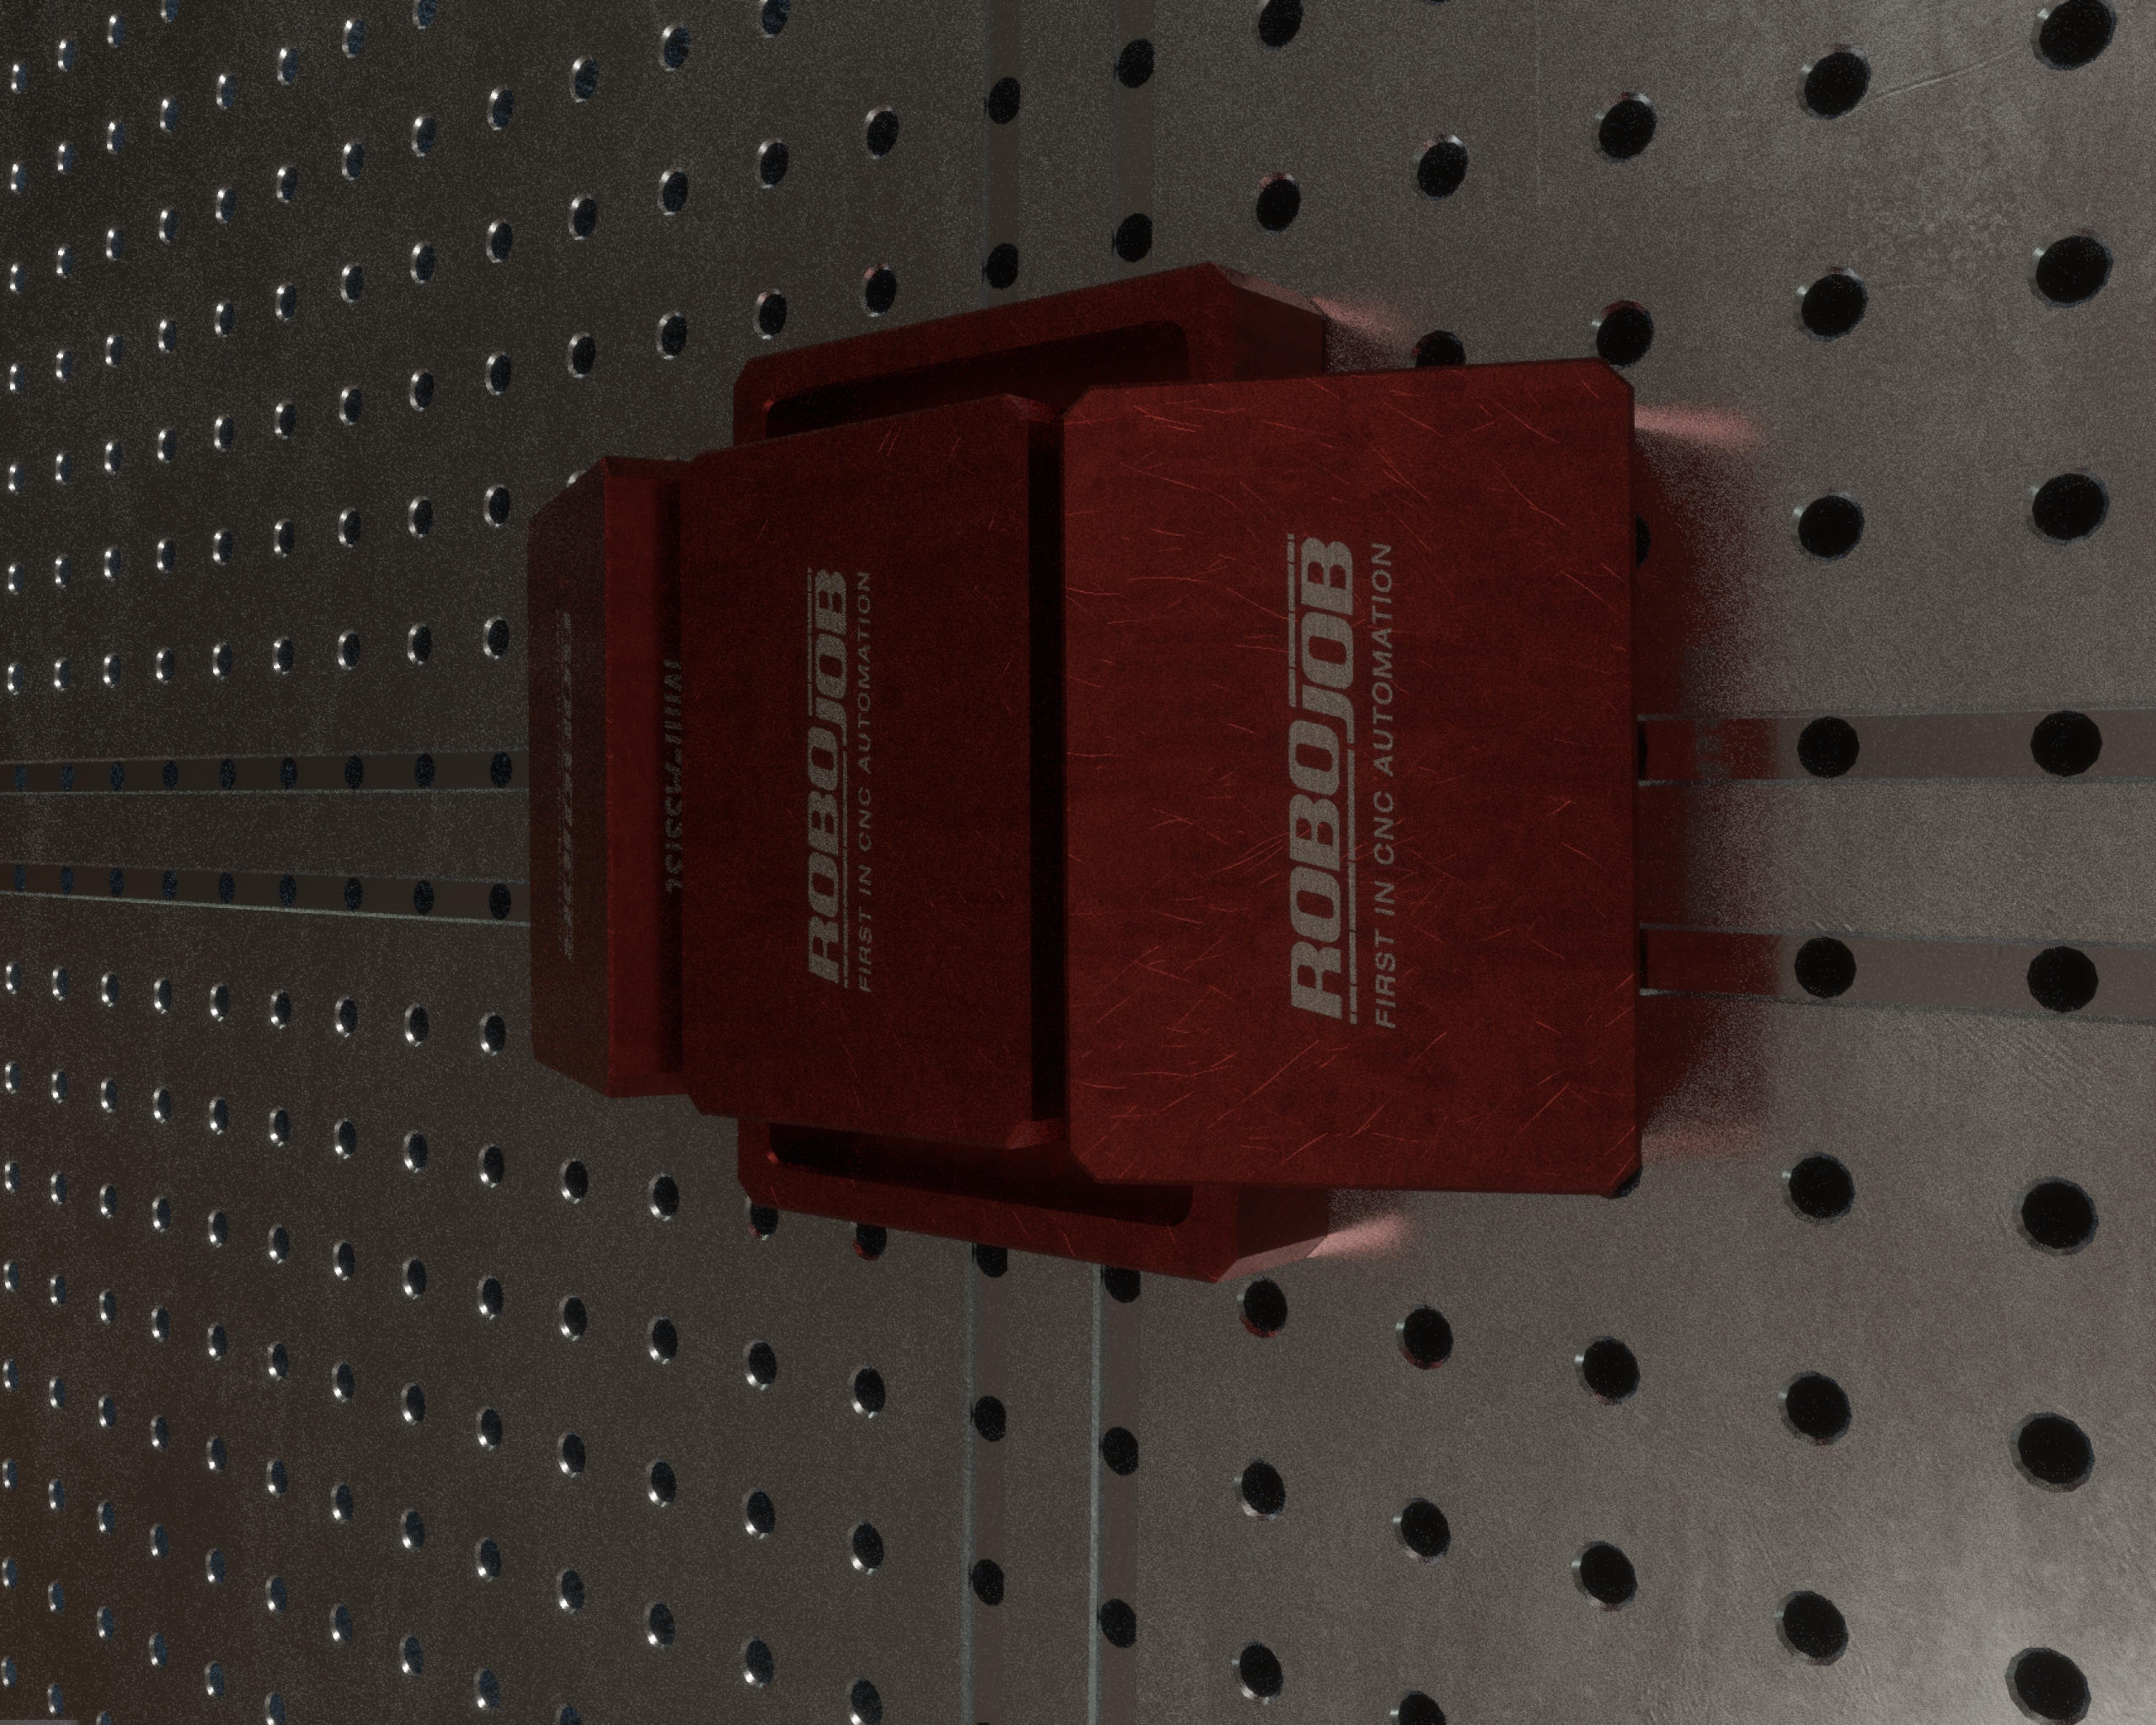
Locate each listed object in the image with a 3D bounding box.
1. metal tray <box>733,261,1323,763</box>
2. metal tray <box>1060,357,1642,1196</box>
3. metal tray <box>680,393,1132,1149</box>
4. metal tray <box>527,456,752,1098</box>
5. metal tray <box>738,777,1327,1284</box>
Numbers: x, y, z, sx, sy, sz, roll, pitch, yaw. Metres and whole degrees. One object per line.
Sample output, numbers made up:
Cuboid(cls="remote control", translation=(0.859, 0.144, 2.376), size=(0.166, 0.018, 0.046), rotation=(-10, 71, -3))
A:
Cuboid(cls="metal tray", translation=(-0.014, -0.062, 0.415), size=(0.130, 0.030, 0.089), rotation=(1, 91, 39))
Cuboid(cls="metal tray", translation=(0.045, -0.013, 0.343), size=(0.090, 0.030, 0.129), rotation=(-1, 90, 12))
Cuboid(cls="metal tray", translation=(-0.034, -0.016, 0.392), size=(0.090, 0.030, 0.129), rotation=(0, 90, 39))
Cuboid(cls="metal tray", translation=(-0.098, -0.017, 0.461), size=(0.090, 0.030, 0.129), rotation=(180, 90, -65))
Cuboid(cls="metal tray", translation=(-0.013, 0.029, 0.415), size=(0.130, 0.030, 0.089), rotation=(1, 91, 39))
